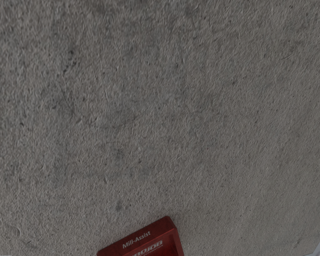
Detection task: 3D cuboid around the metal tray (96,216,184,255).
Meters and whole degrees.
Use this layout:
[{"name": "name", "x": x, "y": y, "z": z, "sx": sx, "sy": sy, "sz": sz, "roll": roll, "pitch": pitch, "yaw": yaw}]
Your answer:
[{"name": "metal tray", "x": -0.029, "y": 0.212, "z": 0.518, "sx": 0.131, "sy": 0.030, "sz": 0.090, "roll": -24, "pitch": 127, "yaw": -14}]
